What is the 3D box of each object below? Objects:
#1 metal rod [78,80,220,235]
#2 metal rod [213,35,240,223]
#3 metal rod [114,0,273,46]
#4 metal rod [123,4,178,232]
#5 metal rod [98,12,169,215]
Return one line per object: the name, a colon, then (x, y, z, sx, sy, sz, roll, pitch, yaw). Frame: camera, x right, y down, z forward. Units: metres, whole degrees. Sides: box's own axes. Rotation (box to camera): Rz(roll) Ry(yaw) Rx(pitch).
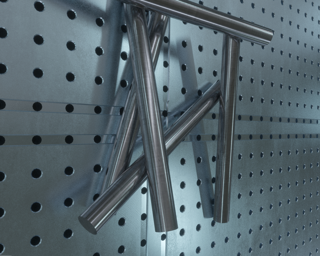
metal rod: (0.013, 0.015, 0.401, 0.302, 0.025, 0.025, -44, 117, -39)
metal rod: (0.100, 0.000, 0.468, 0.025, 0.025, 0.298, -8, 104, -40)
metal rod: (0.016, -0.145, 0.370, 0.302, 0.025, 0.025, 7, 86, -27)
metal rod: (-0.015, -0.036, 0.357, 0.025, 0.025, 0.298, -1, 78, -40)
metal rod: (-0.027, -0.044, 0.388, 0.025, 0.025, 0.299, 24, 75, -38)
